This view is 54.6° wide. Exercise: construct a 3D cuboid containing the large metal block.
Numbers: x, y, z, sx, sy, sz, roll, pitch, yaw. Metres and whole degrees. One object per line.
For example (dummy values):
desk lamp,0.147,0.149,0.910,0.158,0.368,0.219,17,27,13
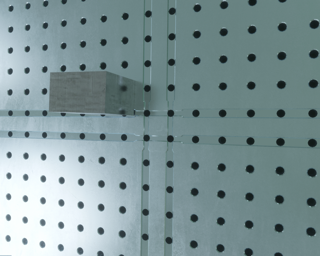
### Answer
large metal block,-0.088,-0.044,0.415,0.080,0.080,0.050,2,91,20
